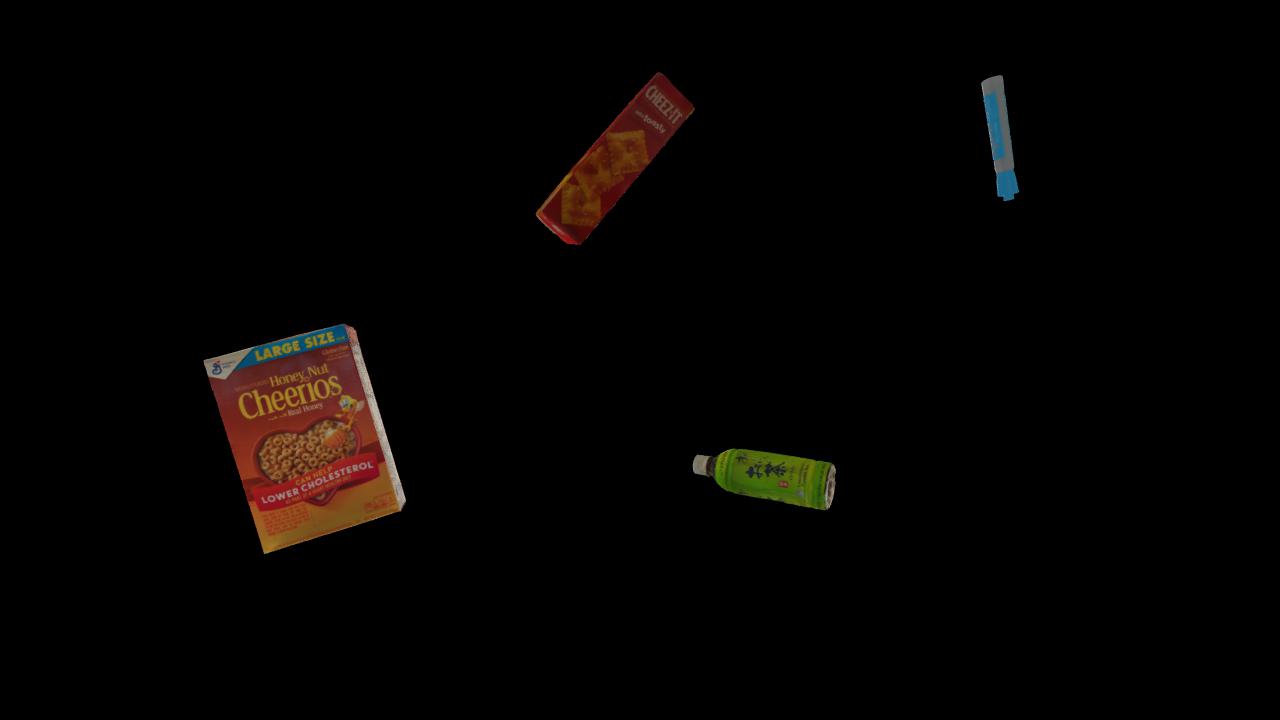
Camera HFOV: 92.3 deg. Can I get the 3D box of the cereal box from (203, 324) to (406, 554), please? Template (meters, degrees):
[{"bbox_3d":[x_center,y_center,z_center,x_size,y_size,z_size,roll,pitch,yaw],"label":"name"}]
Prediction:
[{"bbox_3d":[-0.510,0.116,0.951,0.203,0.306,0.081,-16,3,-12],"label":"cereal box"}]

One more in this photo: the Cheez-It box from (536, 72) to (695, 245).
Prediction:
[{"bbox_3d":[-0.041,-0.255,0.814,0.071,0.223,0.166,40,1,-16],"label":"Cheez-It box"}]

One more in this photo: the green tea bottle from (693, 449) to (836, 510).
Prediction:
[{"bbox_3d":[0.182,0.174,0.930,0.212,0.073,0.073,4,2,29],"label":"green tea bottle"}]

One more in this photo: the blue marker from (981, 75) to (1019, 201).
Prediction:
[{"bbox_3d":[0.361,-0.220,0.616,0.020,0.121,0.020,-11,4,1],"label":"blue marker"}]
